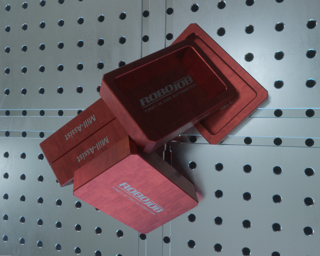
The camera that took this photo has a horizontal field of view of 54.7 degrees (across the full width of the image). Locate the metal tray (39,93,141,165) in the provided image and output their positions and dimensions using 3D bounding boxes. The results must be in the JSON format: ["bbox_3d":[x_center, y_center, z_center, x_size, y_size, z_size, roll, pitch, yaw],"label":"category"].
[{"bbox_3d":[-0.078,0.000,0.404,0.130,0.090,0.030,-34,79,16],"label":"metal tray"}]

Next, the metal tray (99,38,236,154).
[{"bbox_3d":[0.011,-0.041,0.348,0.131,0.030,0.090,-31,76,-29],"label":"metal tray"}]

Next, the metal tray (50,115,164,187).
[{"bbox_3d":[-0.062,0.025,0.397,0.130,0.090,0.030,-34,79,16],"label":"metal tray"}]

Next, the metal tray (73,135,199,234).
[{"bbox_3d":[-0.026,0.074,0.371,0.090,0.130,0.030,-34,38,17],"label":"metal tray"}]

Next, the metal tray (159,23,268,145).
[{"bbox_3d":[0.057,-0.054,0.388,0.090,0.030,0.130,-45,77,14],"label":"metal tray"}]
